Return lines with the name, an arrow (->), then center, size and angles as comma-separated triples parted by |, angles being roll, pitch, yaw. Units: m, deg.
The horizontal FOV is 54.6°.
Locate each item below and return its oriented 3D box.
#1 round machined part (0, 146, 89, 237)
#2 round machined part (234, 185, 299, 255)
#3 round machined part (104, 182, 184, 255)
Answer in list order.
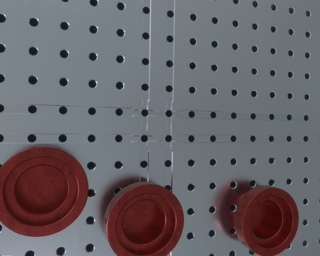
round machined part -> -0.134, 0.069, 0.354 | 0.099, 0.042, 0.097 | 0, 90, -20
round machined part -> 0.152, 0.133, 0.459 | 0.099, 0.042, 0.097 | 0, 90, -20
round machined part -> -0.023, 0.117, 0.395 | 0.099, 0.042, 0.097 | 0, 90, -20
